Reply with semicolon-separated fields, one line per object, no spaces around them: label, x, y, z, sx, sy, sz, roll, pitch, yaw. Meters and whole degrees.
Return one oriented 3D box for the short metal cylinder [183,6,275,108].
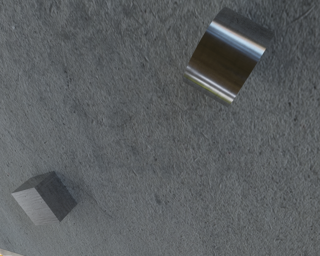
short metal cylinder;0.065;-0.066;0.296;0.050;0.080;0.079;32;129;7

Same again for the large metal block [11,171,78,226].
large metal block;-0.220;0.135;0.590;0.080;0.050;0.080;-18;109;35
